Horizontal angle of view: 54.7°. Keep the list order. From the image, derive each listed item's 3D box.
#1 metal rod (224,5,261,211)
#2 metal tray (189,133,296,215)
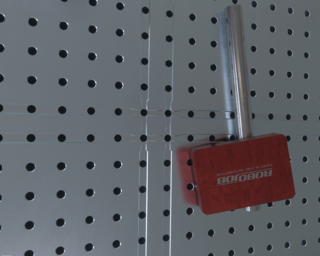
[{"bbox_3d":[0.122,-0.027,0.457,0.025,0.025,0.298,-7,93,-20],"label":"metal rod"},{"bbox_3d":[0.113,0.062,0.432,0.131,0.030,0.089,-10,93,-3],"label":"metal tray"}]
